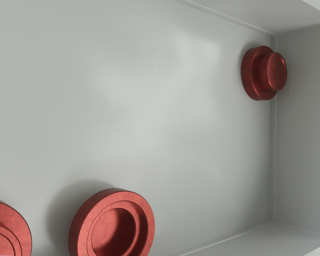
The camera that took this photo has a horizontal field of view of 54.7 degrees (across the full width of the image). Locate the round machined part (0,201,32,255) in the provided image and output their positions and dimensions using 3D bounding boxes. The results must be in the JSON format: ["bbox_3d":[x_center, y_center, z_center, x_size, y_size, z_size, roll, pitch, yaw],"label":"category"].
[{"bbox_3d":[-0.159,0.111,0.263,0.099,0.042,0.097,0,90,-40],"label":"round machined part"}]

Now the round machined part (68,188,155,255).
[{"bbox_3d":[-0.057,0.116,0.348,0.099,0.042,0.097,0,90,-40],"label":"round machined part"}]

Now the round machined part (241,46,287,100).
[{"bbox_3d":[0.192,-0.099,0.556,0.099,0.042,0.097,0,90,-40],"label":"round machined part"}]
